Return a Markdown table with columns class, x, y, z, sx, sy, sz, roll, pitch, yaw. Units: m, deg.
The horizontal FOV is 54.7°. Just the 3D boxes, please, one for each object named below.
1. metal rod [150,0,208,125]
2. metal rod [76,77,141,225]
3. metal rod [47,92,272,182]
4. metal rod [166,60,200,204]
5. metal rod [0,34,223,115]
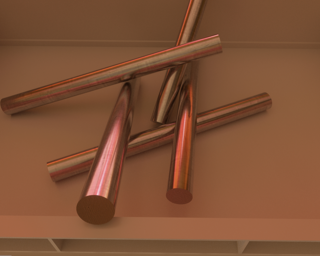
| class | x | y | z | sx | sy | sz | roll | pitch | yaw |
| --- | --- | --- | --- | --- | --- | --- | --- | --- | --- |
| metal rod | 0.044 | -0.148 | 0.429 | 0.025 | 0.025 | 0.299 | 16 | 84 | 13 |
| metal rod | -0.042 | -0.012 | 0.337 | 0.025 | 0.025 | 0.300 | 0 | 26 | 0 |
| metal rod | 0.011 | 0.006 | 0.399 | 0.302 | 0.025 | 0.025 | -18 | 52 | -15 |
| metal rod | 0.037 | -0.033 | 0.403 | 0.025 | 0.025 | 0.300 | 6 | 41 | 5 |
| metal rod | -0.069 | -0.068 | 0.410 | 0.301 | 0.025 | 0.025 | -15 | 50 | 8 |
